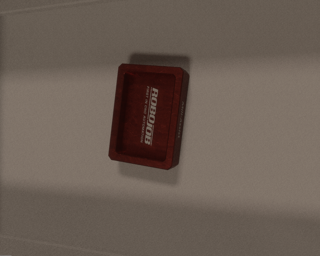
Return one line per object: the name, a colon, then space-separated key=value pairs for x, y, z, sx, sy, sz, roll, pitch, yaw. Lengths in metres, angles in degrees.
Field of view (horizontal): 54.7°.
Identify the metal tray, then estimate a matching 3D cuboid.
metal tray: x=-0.015 y=-0.016 z=0.412 sx=0.090 sy=0.030 sz=0.129 roll=8 pitch=93 yaw=19
